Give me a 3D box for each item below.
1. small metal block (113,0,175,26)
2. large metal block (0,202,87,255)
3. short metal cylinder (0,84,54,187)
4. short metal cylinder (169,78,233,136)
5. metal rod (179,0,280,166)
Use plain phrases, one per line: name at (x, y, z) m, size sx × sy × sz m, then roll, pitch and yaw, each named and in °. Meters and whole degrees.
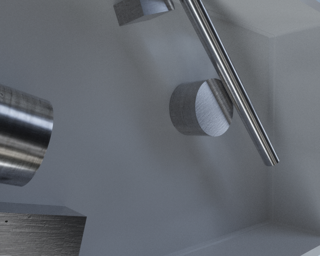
small metal block at (-0.019, -0.146, 0.376) m, size 0.050 × 0.050 × 0.025 m, roll -27°, pitch 108°, yaw -37°
large metal block at (-0.124, 0.115, 0.288) m, size 0.081 × 0.050 × 0.080 m, roll 17°, pitch 79°, yaw -39°
short metal cylinder at (-0.133, 0.005, 0.260) m, size 0.050 × 0.080 × 0.080 m, roll 22°, pitch 76°, yaw -38°
short metal cylinder at (0.060, -0.028, 0.443) m, size 0.081 × 0.050 × 0.079 m, roll 0°, pitch 90°, yaw -40°
metal rod at (0.101, -0.061, 0.428) m, size 0.025 × 0.025 × 0.299 m, roll -49°, pitch 119°, yaw -29°
